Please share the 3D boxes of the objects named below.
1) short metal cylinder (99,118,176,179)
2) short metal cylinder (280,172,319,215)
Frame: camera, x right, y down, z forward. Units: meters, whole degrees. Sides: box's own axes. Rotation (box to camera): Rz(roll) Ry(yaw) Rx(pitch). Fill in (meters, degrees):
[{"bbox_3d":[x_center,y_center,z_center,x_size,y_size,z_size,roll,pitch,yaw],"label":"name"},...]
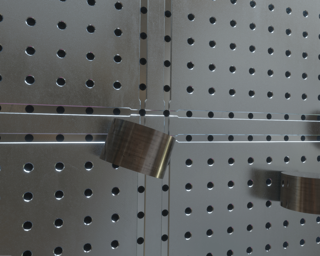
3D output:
[{"bbox_3d":[-0.026,0.025,0.375,0.080,0.080,0.050,21,83,-19],"label":"short metal cylinder"},{"bbox_3d":[0.225,0.096,0.469,0.081,0.080,0.050,3,89,-20],"label":"short metal cylinder"}]
